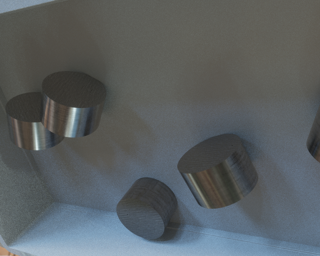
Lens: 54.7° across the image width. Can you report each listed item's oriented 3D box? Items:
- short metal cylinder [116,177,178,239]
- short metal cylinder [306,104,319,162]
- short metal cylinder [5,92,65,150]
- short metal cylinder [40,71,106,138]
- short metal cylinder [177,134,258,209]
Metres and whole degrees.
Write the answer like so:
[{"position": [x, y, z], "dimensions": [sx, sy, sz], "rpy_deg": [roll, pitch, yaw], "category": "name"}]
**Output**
[{"position": [-0.020, 0.124, 0.479], "dimensions": [0.080, 0.050, 0.079], "rpy_deg": [13, 124, 21], "category": "short metal cylinder"}, {"position": [0.182, 0.003, 0.279], "dimensions": [0.080, 0.080, 0.050], "rpy_deg": [16, 125, 19], "category": "short metal cylinder"}, {"position": [-0.183, -0.012, 0.463], "dimensions": [0.080, 0.080, 0.050], "rpy_deg": [23, 127, 14], "category": "short metal cylinder"}, {"position": [-0.117, -0.033, 0.414], "dimensions": [0.080, 0.080, 0.050], "rpy_deg": [29, 128, 9], "category": "short metal cylinder"}, {"position": [0.068, 0.049, 0.368], "dimensions": [0.080, 0.080, 0.050], "rpy_deg": [-19, 109, 35], "category": "short metal cylinder"}]
